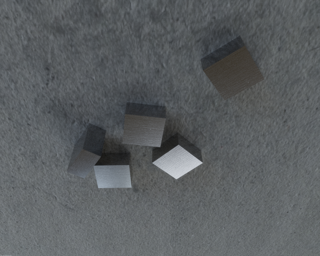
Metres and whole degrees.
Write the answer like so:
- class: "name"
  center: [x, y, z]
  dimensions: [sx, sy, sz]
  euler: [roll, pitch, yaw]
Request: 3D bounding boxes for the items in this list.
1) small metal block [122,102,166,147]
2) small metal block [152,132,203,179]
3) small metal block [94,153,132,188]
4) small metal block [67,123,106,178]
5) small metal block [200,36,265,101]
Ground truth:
- class: "small metal block"
  center: [-0.021, -0.004, 0.404]
  dimensions: [0.050, 0.025, 0.050]
  euler: [6, 130, -6]
- class: "small metal block"
  center: [0.024, 0.041, 0.443]
  dimensions: [0.050, 0.025, 0.050]
  euler: [-37, 122, 27]
- class: "small metal block"
  center: [-0.068, 0.063, 0.460]
  dimensions: [0.050, 0.025, 0.050]
  euler: [-1, 130, 0]
- class: "small metal block"
  center: [-0.098, 0.030, 0.415]
  dimensions: [0.025, 0.050, 0.050]
  euler: [27, 125, -21]
- class: "small metal block"
  center: [0.082, -0.067, 0.352]
  dimensions: [0.050, 0.025, 0.050]
  euler: [-29, 125, 22]
